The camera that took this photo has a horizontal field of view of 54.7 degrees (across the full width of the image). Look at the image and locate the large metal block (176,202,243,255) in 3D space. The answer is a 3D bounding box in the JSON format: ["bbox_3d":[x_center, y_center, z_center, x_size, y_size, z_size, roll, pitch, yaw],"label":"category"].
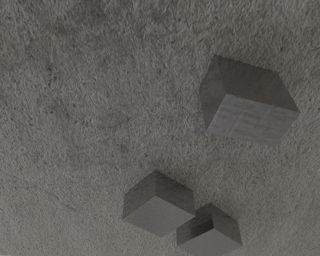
[{"bbox_3d":[0.086,0.187,0.551,0.080,0.050,0.080,-37,121,27],"label":"large metal block"}]

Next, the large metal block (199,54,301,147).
[{"bbox_3d":[0.094,-0.031,0.345,0.081,0.080,0.050,13,129,-11],"label":"large metal block"}]

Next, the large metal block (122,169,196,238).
[{"bbox_3d":[-0.002,0.123,0.495,0.080,0.050,0.080,33,123,-25],"label":"large metal block"}]
